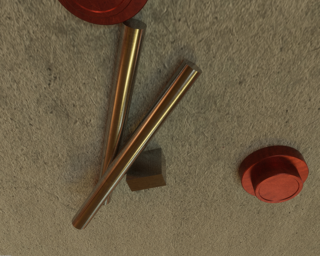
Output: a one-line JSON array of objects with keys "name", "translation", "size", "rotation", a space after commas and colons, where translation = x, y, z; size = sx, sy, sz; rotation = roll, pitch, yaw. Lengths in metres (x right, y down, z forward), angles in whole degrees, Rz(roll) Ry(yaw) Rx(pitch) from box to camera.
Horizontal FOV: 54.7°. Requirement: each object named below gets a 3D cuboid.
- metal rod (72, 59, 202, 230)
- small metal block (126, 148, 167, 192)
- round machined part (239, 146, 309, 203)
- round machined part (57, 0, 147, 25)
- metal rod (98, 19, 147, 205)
[{"name": "metal rod", "translation": [-0.043, 0.038, 0.413], "size": [0.025, 0.025, 0.298], "rotation": [26, 117, -21]}, {"name": "small metal block", "translation": [-0.019, 0.059, 0.441], "size": [0.050, 0.050, 0.025], "rotation": [-12, 129, 9]}, {"name": "round machined part", "translation": [0.171, 0.075, 0.462], "size": [0.099, 0.042, 0.097], "rotation": [0, 130, 0]}, {"name": "round machined part", "translation": [-0.054, -0.139, 0.277], "size": [0.099, 0.042, 0.097], "rotation": [0, 130, 0]}, {"name": "metal rod", "translation": [-0.059, 0.004, 0.410], "size": [0.025, 0.025, 0.298], "rotation": [10, 130, -8]}]
